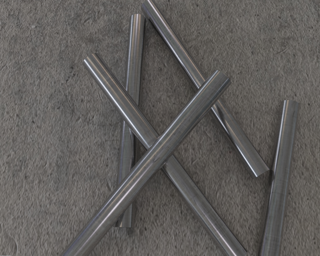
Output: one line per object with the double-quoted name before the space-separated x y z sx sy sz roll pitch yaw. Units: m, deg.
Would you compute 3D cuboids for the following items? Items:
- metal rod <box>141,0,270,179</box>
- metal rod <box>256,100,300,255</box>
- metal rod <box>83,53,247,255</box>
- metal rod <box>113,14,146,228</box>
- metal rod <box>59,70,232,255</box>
"metal rod" 0.054 -0.065 0.432 0.025 0.025 0.299 -27 72 -10
"metal rod" 0.136 0.103 0.370 0.025 0.025 0.299 15 71 5
"metal rod" 0.000 0.030 0.377 0.025 0.025 0.299 -35 81 -12
"metal rod" -0.038 -0.023 0.416 0.025 0.025 0.299 2 70 0
"metal rod" -0.024 0.057 0.350 0.025 0.025 0.300 40 88 13
